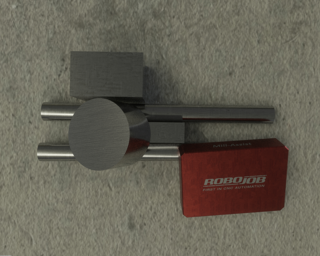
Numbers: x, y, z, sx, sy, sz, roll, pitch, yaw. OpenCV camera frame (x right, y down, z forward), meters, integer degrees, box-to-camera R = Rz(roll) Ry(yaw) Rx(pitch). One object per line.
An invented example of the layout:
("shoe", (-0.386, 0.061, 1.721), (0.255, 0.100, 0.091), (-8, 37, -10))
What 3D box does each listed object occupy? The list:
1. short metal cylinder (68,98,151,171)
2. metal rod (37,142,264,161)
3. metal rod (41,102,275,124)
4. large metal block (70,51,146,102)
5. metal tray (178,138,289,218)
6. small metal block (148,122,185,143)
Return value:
("short metal cylinder", (-0.058, 0.008, 0.362), (0.080, 0.050, 0.080), (-1, 88, 23))
("metal rod", (-0.007, 0.031, 0.411), (0.302, 0.025, 0.025), (0, 90, -1))
("metal rod", (-0.002, -0.020, 0.411), (0.302, 0.025, 0.025), (1, 90, -1))
("large metal block", (-0.060, -0.060, 0.383), (0.081, 0.080, 0.050), (1, 90, -1))
("metal tray", (0.091, 0.063, 0.396), (0.131, 0.030, 0.089), (-4, 108, -2))
("small metal block", (0.004, 0.005, 0.398), (0.050, 0.050, 0.025), (1, 90, -1))
